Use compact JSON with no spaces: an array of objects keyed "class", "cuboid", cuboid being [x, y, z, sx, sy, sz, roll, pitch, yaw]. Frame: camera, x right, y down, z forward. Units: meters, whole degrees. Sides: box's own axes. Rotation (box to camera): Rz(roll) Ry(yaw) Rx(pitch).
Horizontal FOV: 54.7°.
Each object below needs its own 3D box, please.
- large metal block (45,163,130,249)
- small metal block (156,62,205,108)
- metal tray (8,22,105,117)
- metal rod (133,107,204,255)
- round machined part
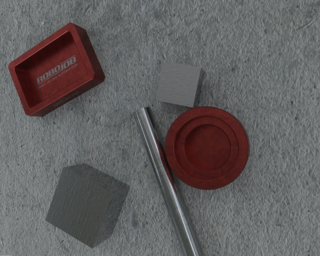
[{"class":"large metal block","cuboid":[-0.100,0.104,0.431,0.080,0.050,0.080,23,98,18]},{"class":"small metal block","cuboid":[0.027,-0.055,0.400,0.050,0.025,0.050,12,94,19]},{"class":"metal tray","cuboid":[-0.156,-0.083,0.461,0.130,0.030,0.090,-26,82,18]},{"class":"metal rod","cuboid":[0.026,0.115,0.399,0.025,0.025,0.299,-22,83,18]},{"class":"round machined part","cuboid":[0.059,0.023,0.379,0.098,0.042,0.097,0,90,20]}]
